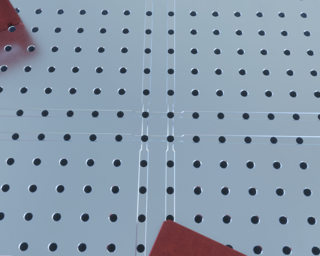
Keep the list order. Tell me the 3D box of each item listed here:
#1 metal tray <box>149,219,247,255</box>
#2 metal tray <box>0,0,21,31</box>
[{"bbox_3d":[0.047,0.171,0.347,0.130,0.030,0.090,23,72,8],"label":"metal tray"},{"bbox_3d":[-0.279,-0.161,0.434,0.131,0.090,0.030,-30,73,-10],"label":"metal tray"}]
